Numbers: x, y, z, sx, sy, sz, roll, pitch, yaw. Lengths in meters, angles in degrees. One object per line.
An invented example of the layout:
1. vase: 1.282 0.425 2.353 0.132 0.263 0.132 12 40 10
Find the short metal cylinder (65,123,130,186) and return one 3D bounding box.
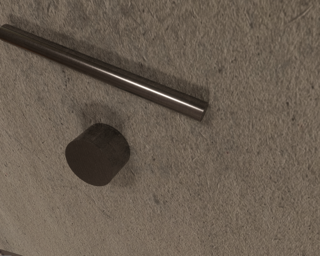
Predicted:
1. short metal cylinder: -0.092 0.040 0.462 0.080 0.050 0.079 13 124 20

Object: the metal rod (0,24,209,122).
1. metal rod: -0.082 -0.076 0.401 0.301 0.025 0.025 23 127 13
